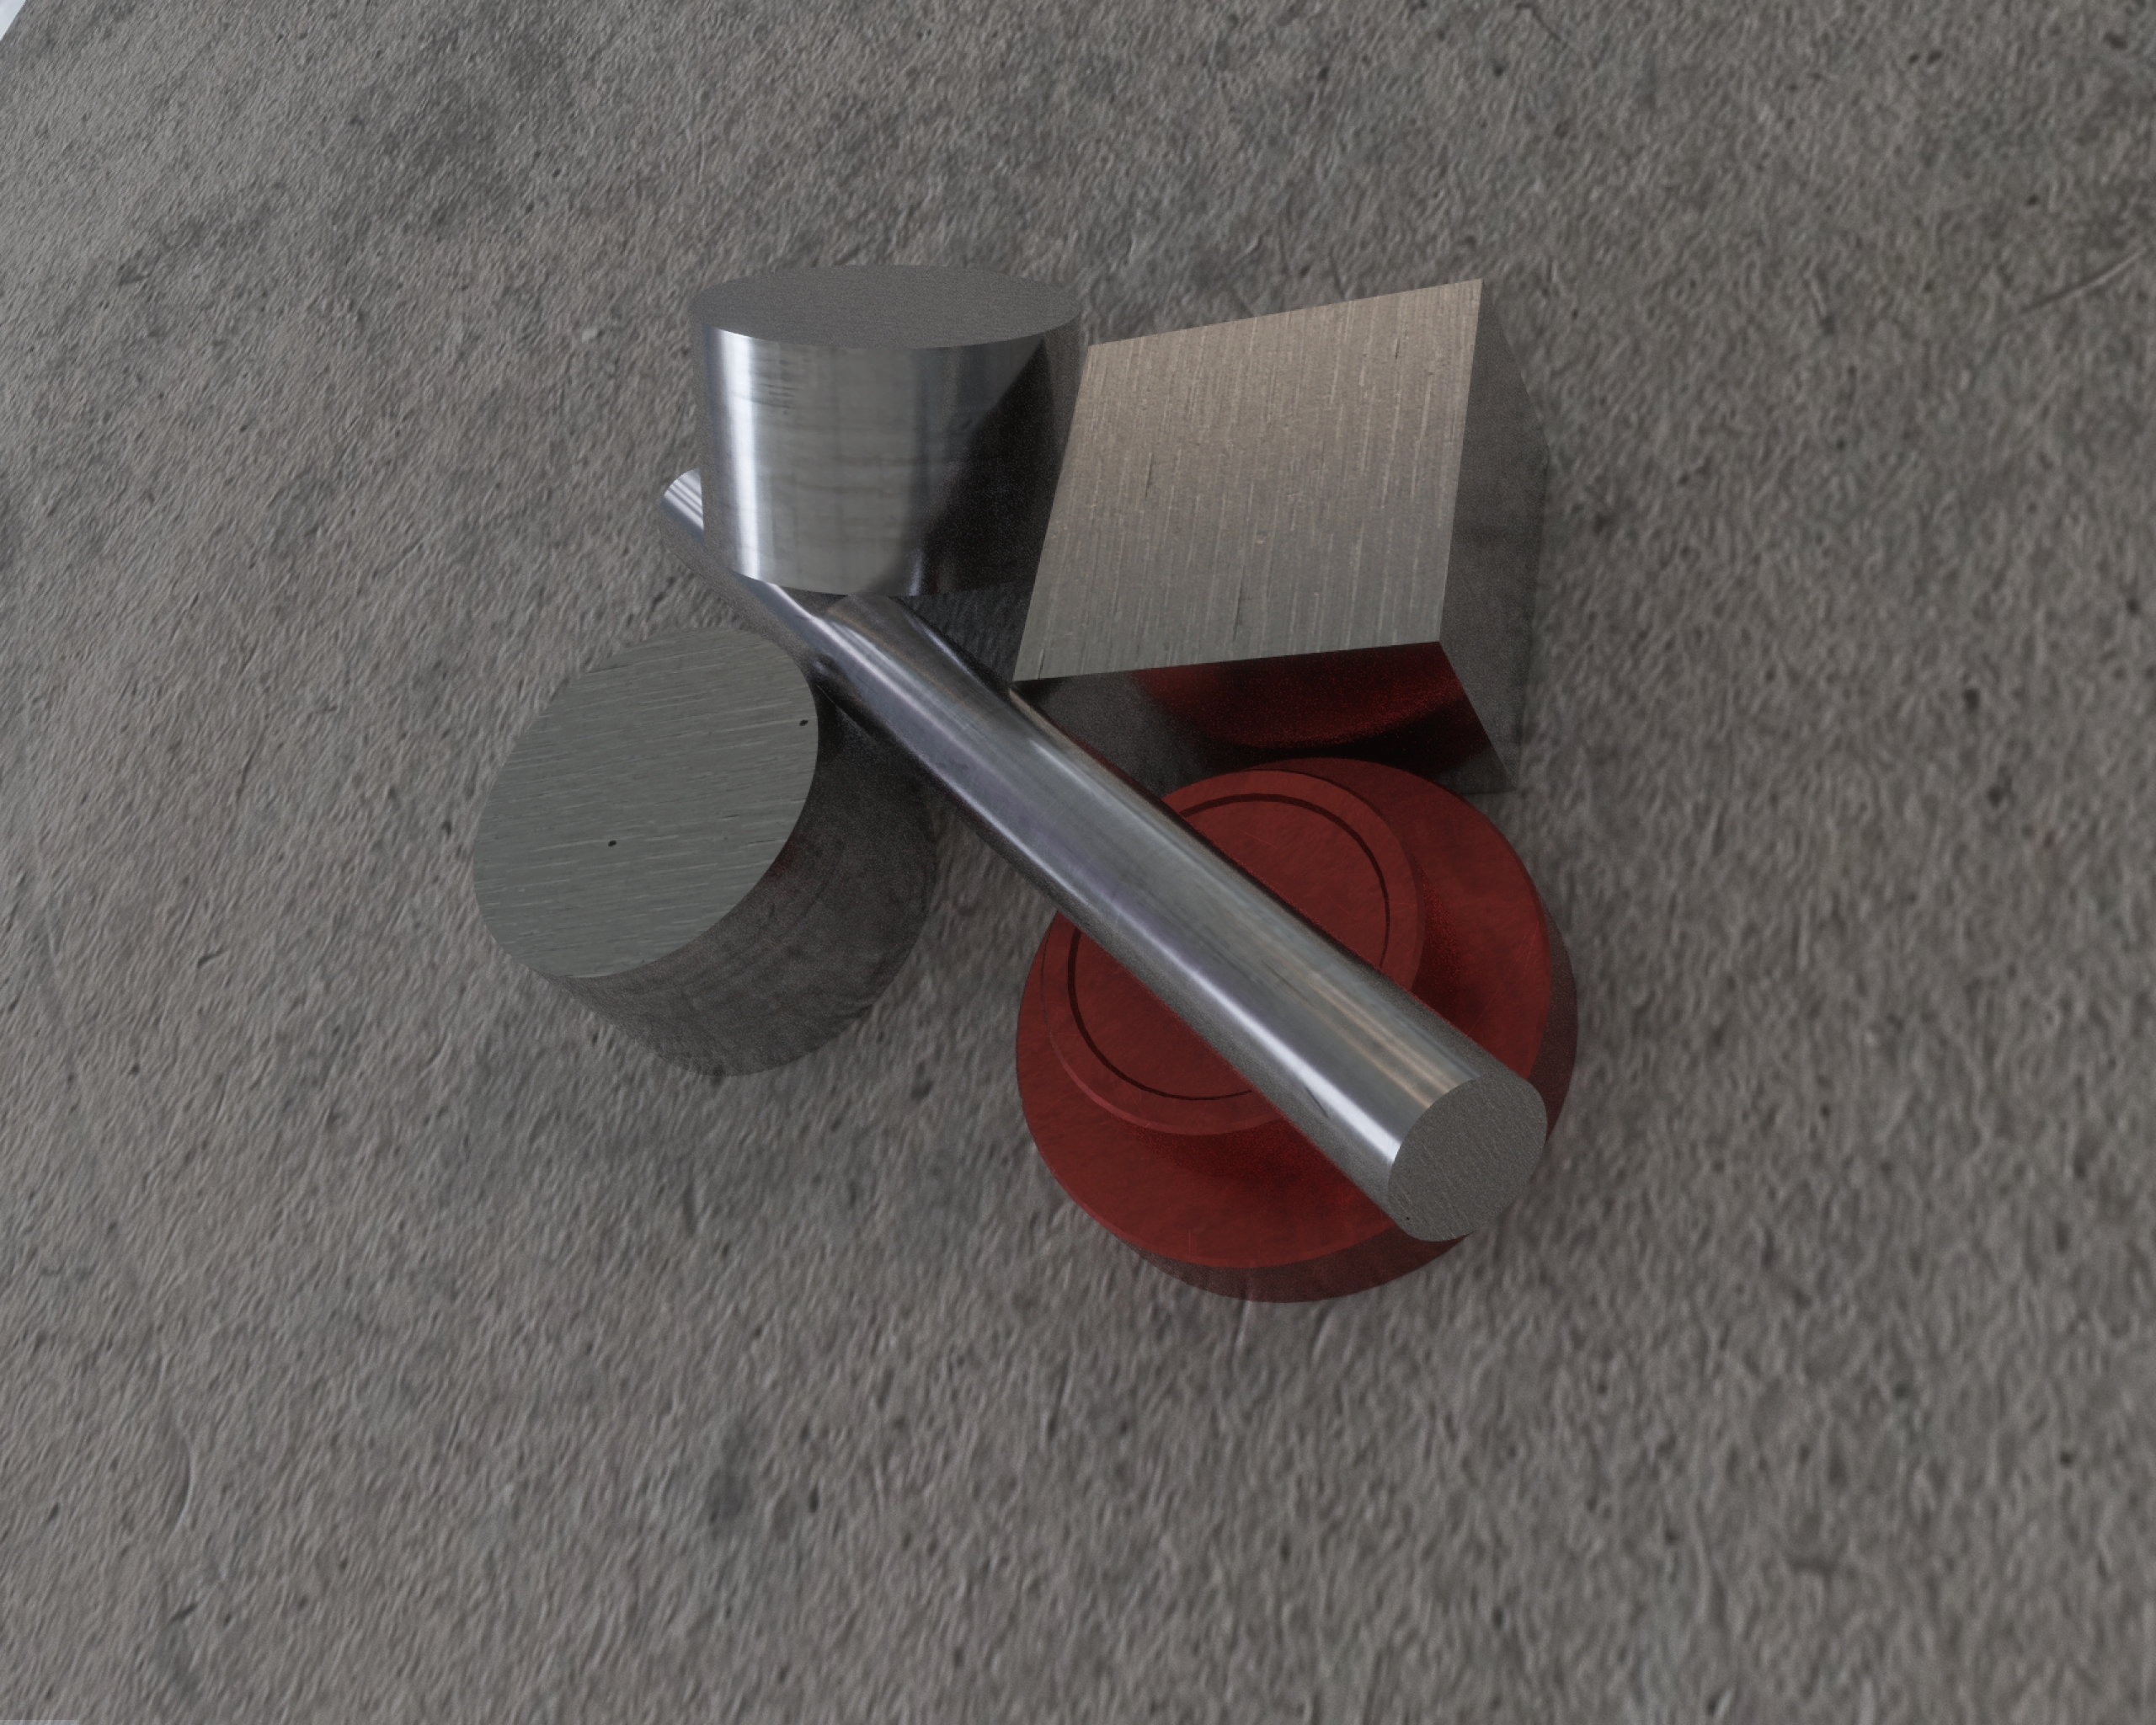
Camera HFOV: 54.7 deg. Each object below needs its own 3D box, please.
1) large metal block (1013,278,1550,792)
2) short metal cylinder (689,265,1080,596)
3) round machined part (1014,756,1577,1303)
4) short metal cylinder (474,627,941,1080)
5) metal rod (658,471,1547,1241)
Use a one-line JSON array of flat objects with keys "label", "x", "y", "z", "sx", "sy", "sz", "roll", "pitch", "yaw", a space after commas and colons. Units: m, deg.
[{"label": "large metal block", "x": 0.042, "y": -0.058, "z": 0.401, "sx": 0.080, "sy": 0.050, "sz": 0.080, "roll": -3, "pitch": 60, "yaw": 26}, {"label": "short metal cylinder", "x": -0.040, "y": -0.094, "z": 0.444, "sx": 0.081, "sy": 0.050, "sz": 0.080, "roll": 1, "pitch": 27, "yaw": 0}, {"label": "round machined part", "x": 0.033, "y": 0.023, "z": 0.362, "sx": 0.098, "sy": 0.042, "sz": 0.098, "roll": -13, "pitch": 56, "yaw": 21}, {"label": "short metal cylinder", "x": -0.076, "y": -0.002, "z": 0.431, "sx": 0.080, "sy": 0.050, "sz": 0.080, "roll": -13, "pitch": 56, "yaw": 21}, {"label": "metal rod", "x": -0.019, "y": -0.023, "z": 0.386, "sx": 0.025, "sy": 0.025, "sz": 0.300, "roll": -45, "pitch": 38, "yaw": -3}]
